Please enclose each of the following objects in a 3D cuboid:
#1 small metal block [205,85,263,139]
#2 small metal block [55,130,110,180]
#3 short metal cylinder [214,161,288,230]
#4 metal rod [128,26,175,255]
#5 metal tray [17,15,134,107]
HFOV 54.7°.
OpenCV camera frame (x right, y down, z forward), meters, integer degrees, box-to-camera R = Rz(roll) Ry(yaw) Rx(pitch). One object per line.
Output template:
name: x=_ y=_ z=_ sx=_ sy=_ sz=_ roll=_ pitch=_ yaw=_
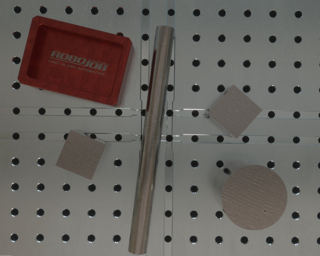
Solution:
small metal block: x=0.098 y=-0.021 z=0.414 sx=0.050 sy=0.025 sz=0.050 roll=42 pitch=90 yaw=0
small metal block: x=-0.102 y=0.035 z=0.412 sx=0.050 sy=0.025 sz=0.050 roll=23 pitch=90 yaw=0
short metal cylinder: x=0.115 y=0.085 z=0.402 sx=0.081 sy=0.050 sz=0.080 roll=0 pitch=90 yaw=0
metal rod: x=-0.011 y=0.016 z=0.413 sx=0.025 sy=0.025 sz=0.298 roll=7 pitch=90 yaw=0
metal tray: x=-0.109 y=-0.086 z=0.409 sx=0.131 sy=0.030 sz=0.090 roll=14 pitch=90 yaw=0
